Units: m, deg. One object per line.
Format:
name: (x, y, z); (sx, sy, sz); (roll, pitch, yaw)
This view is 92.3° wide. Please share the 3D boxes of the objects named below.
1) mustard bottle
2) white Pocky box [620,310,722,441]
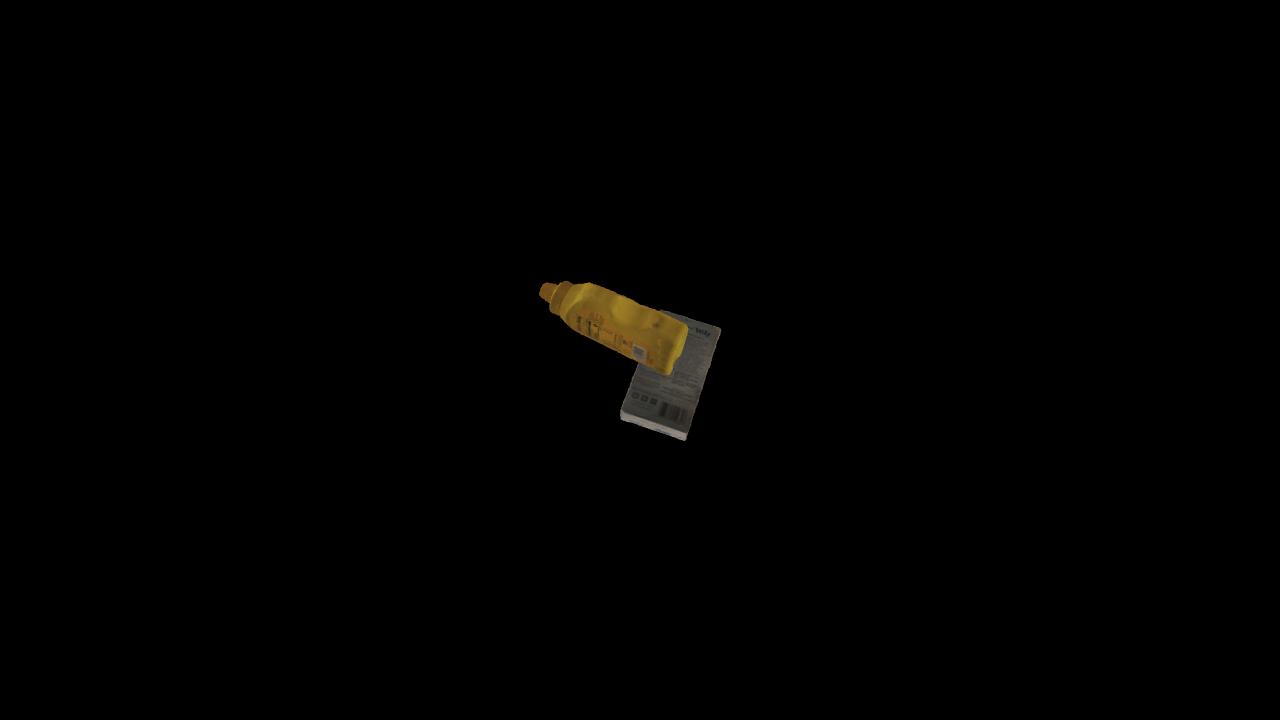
mustard bottle: (-0.037, -0.047, 0.727); (0.184, 0.054, 0.092); (25, -20, 9)
white Pocky box: (0.039, 0.015, 0.744); (0.084, 0.154, 0.028); (18, -30, 5)
